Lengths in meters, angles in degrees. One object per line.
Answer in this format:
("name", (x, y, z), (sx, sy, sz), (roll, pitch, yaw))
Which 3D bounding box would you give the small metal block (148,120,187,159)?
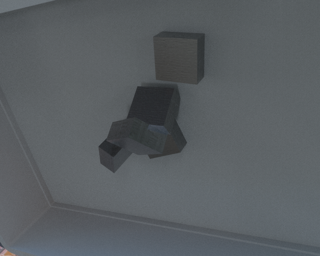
("small metal block", (0.000, 0.010, 0.415), (0.050, 0.025, 0.050), (-15, 111, 34))

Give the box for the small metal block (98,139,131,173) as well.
("small metal block", (-0.057, 0.027, 0.429), (0.025, 0.050, 0.050), (33, 150, 14))

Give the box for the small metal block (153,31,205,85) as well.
("small metal block", (0.022, -0.079, 0.348), (0.050, 0.025, 0.050), (10, 123, 22))

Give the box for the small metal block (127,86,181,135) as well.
("small metal block", (-0.008, -0.022, 0.380), (0.050, 0.050, 0.025), (6, 158, 24))

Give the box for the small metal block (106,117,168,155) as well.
("small metal block", (-0.028, 0.012, 0.375), (0.050, 0.025, 0.050), (28, 157, -33))
